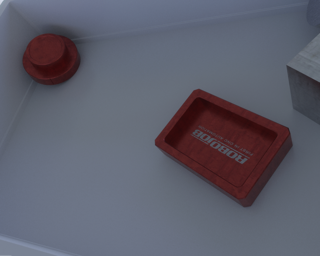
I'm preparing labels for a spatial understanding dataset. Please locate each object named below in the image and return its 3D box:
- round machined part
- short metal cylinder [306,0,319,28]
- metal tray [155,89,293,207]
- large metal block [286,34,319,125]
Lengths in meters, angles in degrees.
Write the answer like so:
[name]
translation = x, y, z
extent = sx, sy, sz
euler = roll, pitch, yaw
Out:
[round machined part]
translation = -0.197, -0.129, 0.553
extent = 0.099, 0.042, 0.098
euler = -1, 66, 2
[short metal cylinder]
translation = 0.209, -0.145, 0.341
extent = 0.050, 0.080, 0.080
euler = 16, 65, -6
[metal tray]
translation = 0.068, 0.017, 0.355
extent = 0.130, 0.030, 0.090
euler = 31, 78, 37
[large metal block]
translation = 0.179, -0.055, 0.310
extent = 0.080, 0.080, 0.050
euler = -43, 51, -2
